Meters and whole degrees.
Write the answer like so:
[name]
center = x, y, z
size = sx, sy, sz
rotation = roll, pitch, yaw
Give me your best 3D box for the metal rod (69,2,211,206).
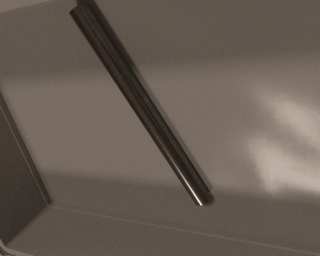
[metal rod]
center = -0.018, -0.021, 0.403
size = 0.025, 0.025, 0.299
rotation = -23, 106, 36
